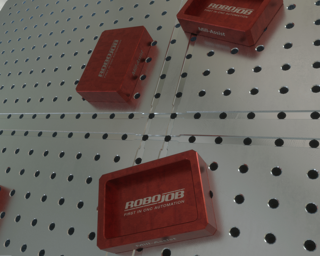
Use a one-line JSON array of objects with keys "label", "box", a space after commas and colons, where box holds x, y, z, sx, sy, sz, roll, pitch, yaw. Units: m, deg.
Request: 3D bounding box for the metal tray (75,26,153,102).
[{"label": "metal tray", "box": [-0.074, -0.106, 0.510, 0.090, 0.030, 0.130, 4, 63, 30]}]

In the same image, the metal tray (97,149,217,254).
[{"label": "metal tray", "box": [-0.008, 0.085, 0.357, 0.130, 0.030, 0.090, -18, 55, 18]}]

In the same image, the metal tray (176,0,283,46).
[{"label": "metal tray", "box": [0.100, -0.177, 0.461, 0.130, 0.030, 0.090, 27, 76, 37]}]
